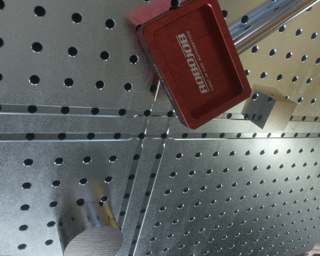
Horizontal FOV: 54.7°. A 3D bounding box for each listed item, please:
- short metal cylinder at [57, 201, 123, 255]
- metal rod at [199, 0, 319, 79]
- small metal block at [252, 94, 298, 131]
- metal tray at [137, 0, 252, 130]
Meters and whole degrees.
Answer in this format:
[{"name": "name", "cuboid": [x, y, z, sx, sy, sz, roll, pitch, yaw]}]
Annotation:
[{"name": "short metal cylinder", "cuboid": [-0.098, 0.149, 0.434, 0.081, 0.050, 0.079, -14, 124, -21]}, {"name": "metal rod", "cuboid": [0.167, -0.153, 0.407, 0.301, 0.025, 0.025, -34, 129, -6]}, {"name": "small metal block", "cuboid": [0.184, -0.024, 0.497, 0.050, 0.025, 0.050, 4, 117, -30]}, {"name": "metal tray", "cuboid": [0.042, -0.074, 0.359, 0.090, 0.030, 0.130, -31, 111, -7]}]
